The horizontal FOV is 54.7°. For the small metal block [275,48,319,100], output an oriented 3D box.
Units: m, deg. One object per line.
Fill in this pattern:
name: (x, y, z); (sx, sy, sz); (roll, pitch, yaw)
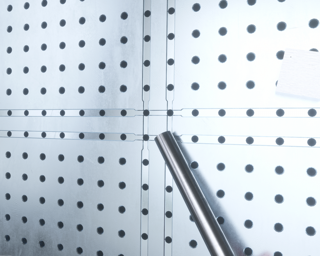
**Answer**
small metal block: (0.164, -0.061, 0.355); (0.050, 0.025, 0.050); (13, 95, 19)

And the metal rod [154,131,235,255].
metal rod: (0.067, 0.137, 0.364); (0.025, 0.025, 0.299); (-33, 71, 17)
